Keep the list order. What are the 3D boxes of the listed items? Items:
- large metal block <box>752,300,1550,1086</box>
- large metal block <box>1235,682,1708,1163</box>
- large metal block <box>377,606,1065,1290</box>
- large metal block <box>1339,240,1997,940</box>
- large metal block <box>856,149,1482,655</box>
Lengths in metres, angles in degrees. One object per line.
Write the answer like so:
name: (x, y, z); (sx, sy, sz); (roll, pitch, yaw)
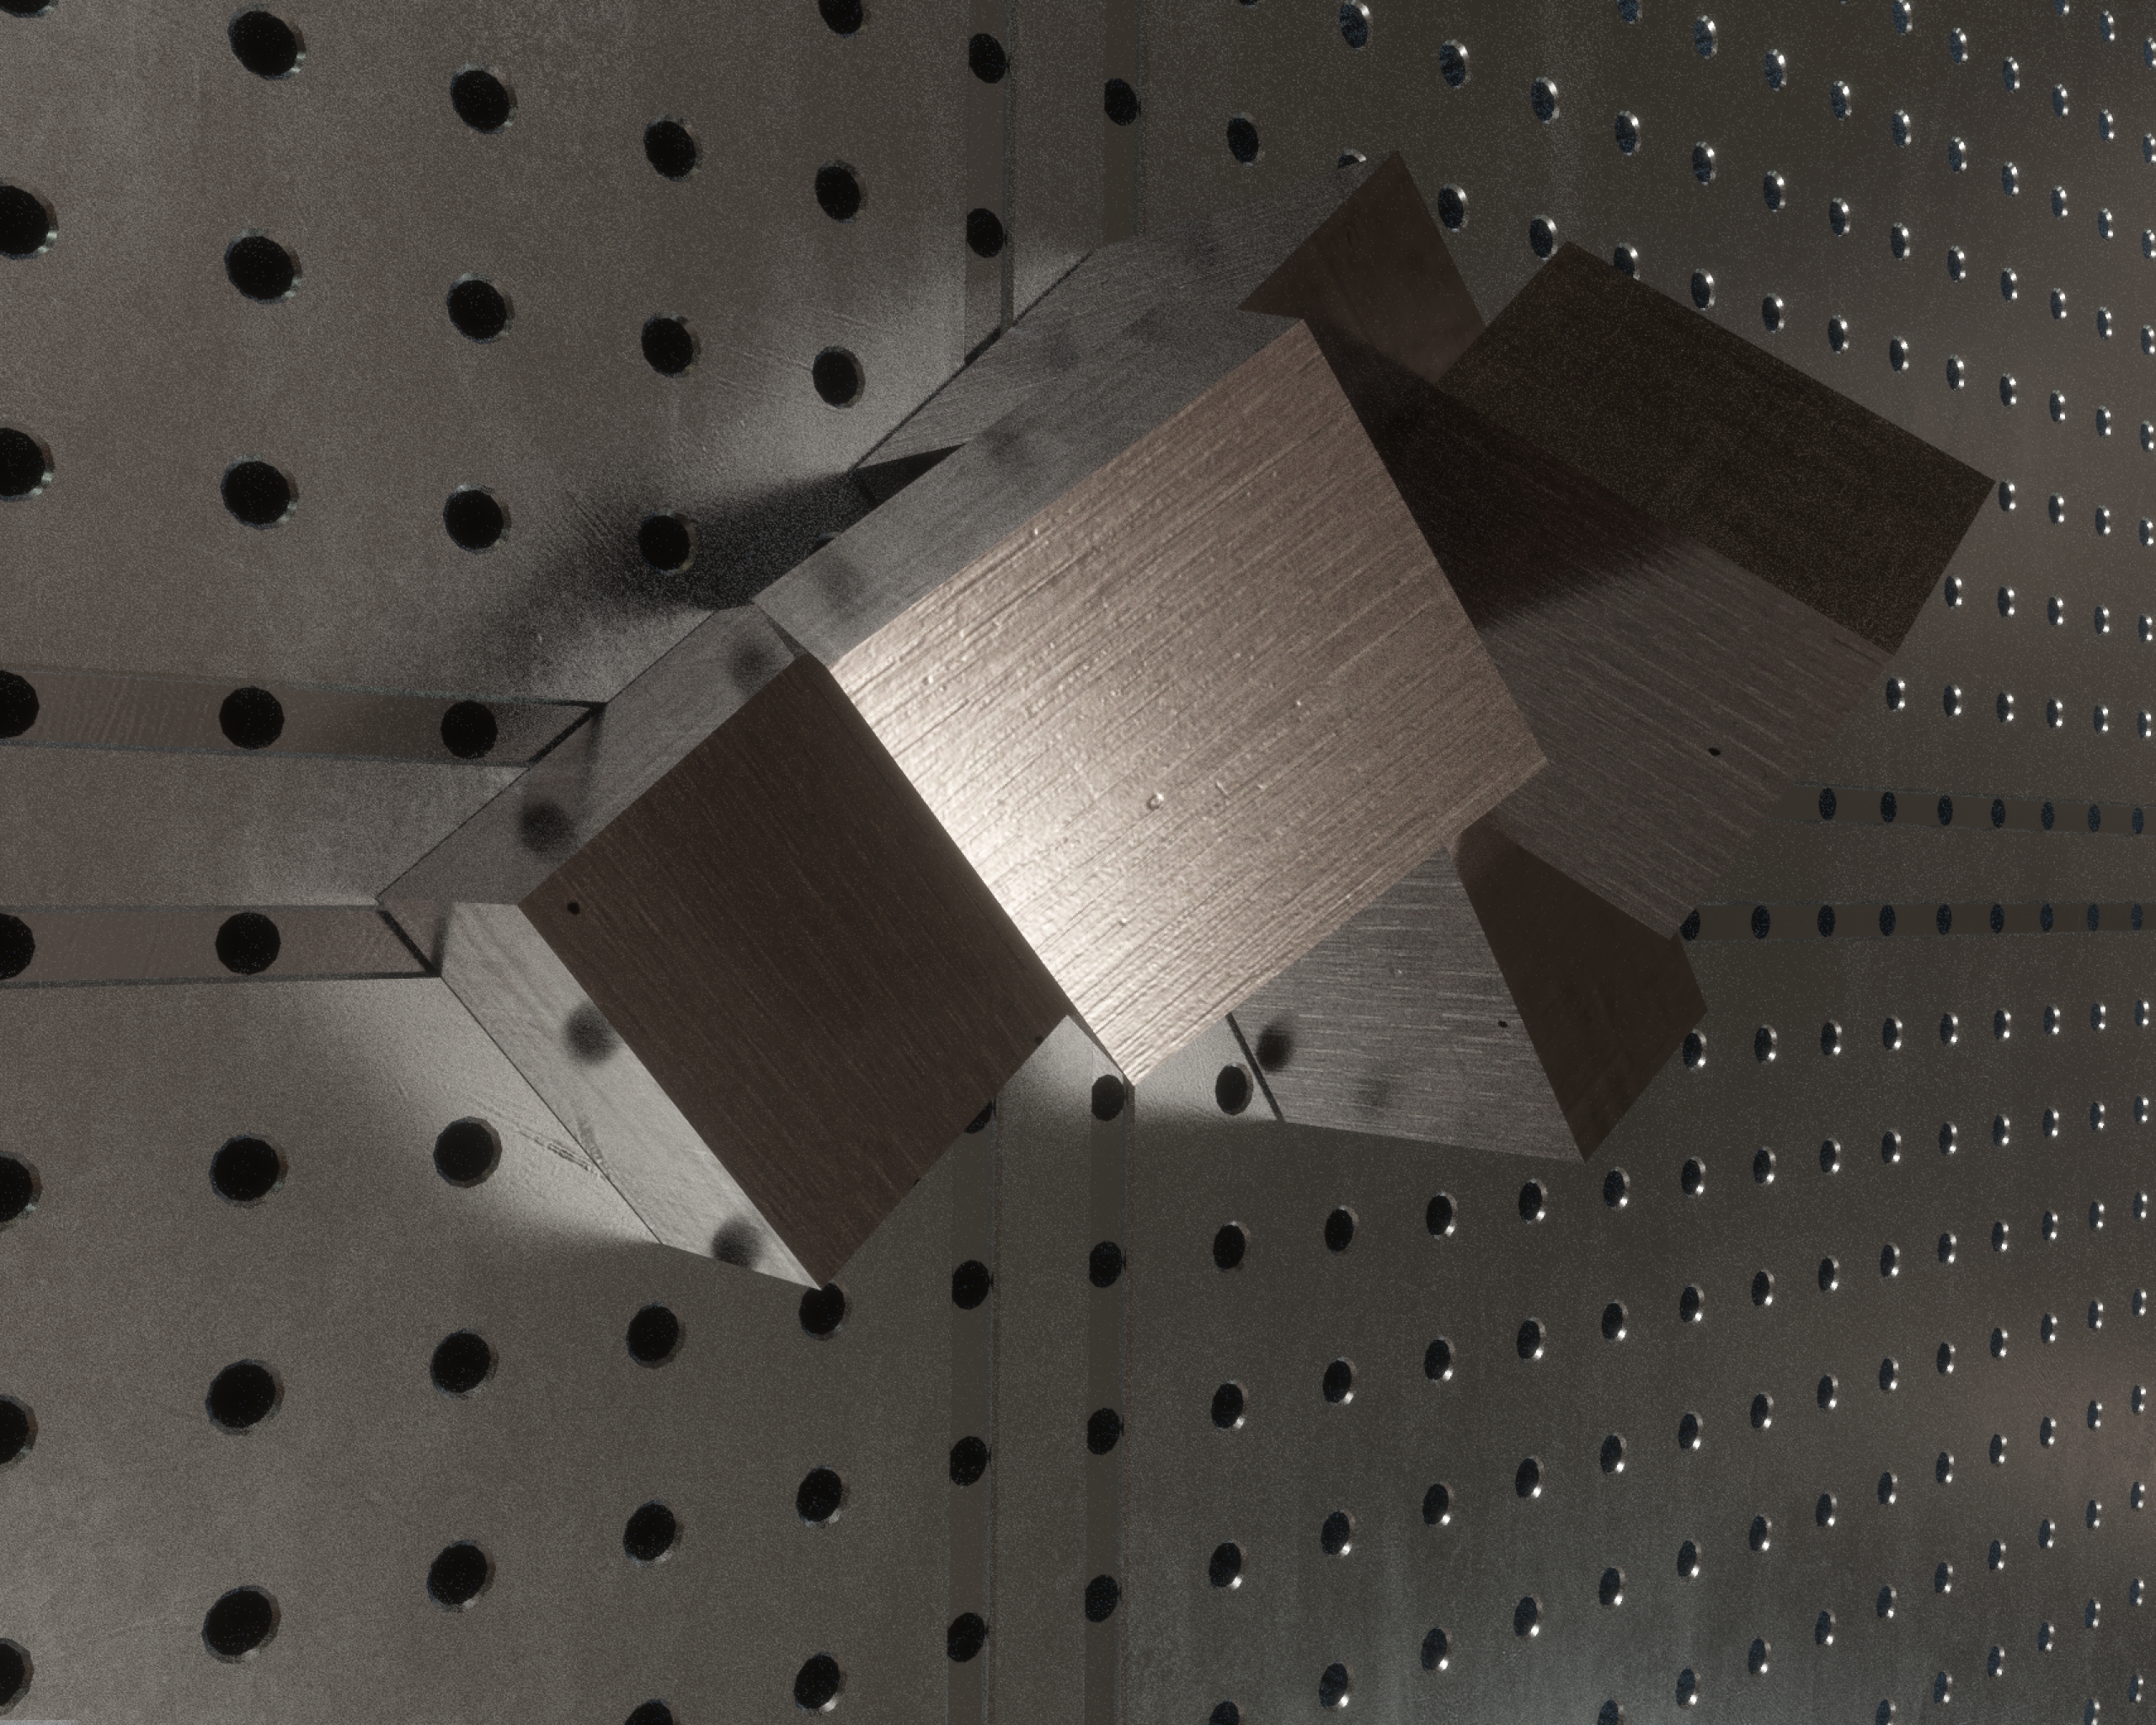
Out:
large metal block: (0.011, -0.028, 0.318); (0.080, 0.050, 0.080); (-37, 116, -6)
large metal block: (0.071, 0.011, 0.434); (0.050, 0.080, 0.080); (-41, 116, -32)
large metal block: (-0.052, 0.011, 0.350); (0.080, 0.050, 0.080); (-47, 118, -30)
large metal block: (0.094, -0.046, 0.362); (0.080, 0.080, 0.050); (34, 55, 11)
large metal block: (0.020, -0.081, 0.390); (0.080, 0.080, 0.050); (-49, 120, -29)
